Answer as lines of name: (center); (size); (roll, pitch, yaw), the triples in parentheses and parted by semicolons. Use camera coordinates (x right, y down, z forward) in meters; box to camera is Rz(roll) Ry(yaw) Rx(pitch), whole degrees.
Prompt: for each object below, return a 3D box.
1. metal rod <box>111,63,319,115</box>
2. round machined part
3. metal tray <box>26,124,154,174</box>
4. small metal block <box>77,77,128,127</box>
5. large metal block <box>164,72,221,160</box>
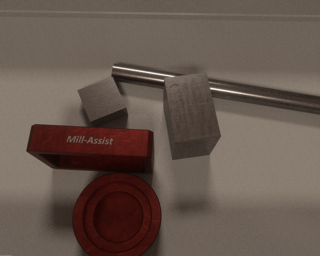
metal rod: (0.083, -0.054, 0.430); (0.302, 0.025, 0.025); (10, 70, 3)
round machined part: (-0.048, 0.104, 0.362); (0.099, 0.042, 0.098); (0, 70, -1)
metal tray: (-0.073, 0.028, 0.364); (0.131, 0.090, 0.030); (3, 70, 1)
small metal block: (-0.077, -0.035, 0.421); (0.050, 0.025, 0.050); (-23, 72, -9)
large metal block: (0.035, -0.011, 0.385); (0.050, 0.080, 0.080); (-8, 70, -3)
